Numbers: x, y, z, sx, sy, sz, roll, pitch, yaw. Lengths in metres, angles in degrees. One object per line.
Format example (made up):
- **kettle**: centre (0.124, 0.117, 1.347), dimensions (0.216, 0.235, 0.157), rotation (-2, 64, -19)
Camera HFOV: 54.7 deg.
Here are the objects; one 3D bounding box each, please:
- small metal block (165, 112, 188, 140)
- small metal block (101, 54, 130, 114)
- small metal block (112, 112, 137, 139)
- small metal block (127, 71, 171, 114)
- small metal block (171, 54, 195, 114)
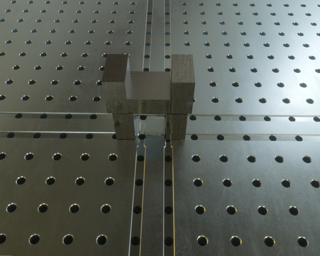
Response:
- **small metal block**: centre (0.020, -0.020, 0.408), dimensions (0.025, 0.050, 0.050), rotation (-1, 50, -1)
- **small metal block**: centre (-0.050, -0.052, 0.369), dimensions (0.025, 0.050, 0.050), rotation (0, 50, 0)
- **small metal block**: centre (-0.045, -0.020, 0.407), dimensions (0.025, 0.050, 0.050), rotation (1, 50, 0)
- **small metal block**: centre (-0.013, -0.044, 0.380), dimensions (0.050, 0.025, 0.050), rotation (1, 50, 0)
- **small metal block**: centre (0.026, -0.052, 0.369), dimensions (0.025, 0.050, 0.050), rotation (0, 50, 0)
